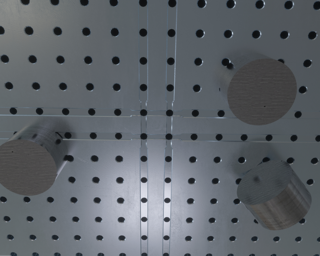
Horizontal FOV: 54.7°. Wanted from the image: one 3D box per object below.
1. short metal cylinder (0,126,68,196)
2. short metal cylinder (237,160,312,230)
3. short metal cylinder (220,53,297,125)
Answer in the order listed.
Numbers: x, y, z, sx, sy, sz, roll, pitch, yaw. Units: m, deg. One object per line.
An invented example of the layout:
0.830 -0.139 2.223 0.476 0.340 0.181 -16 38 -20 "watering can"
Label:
-0.171 0.043 0.414 0.081 0.050 0.079 0 110 0 "short metal cylinder"
0.153 0.089 0.418 0.080 0.080 0.050 -36 106 12 "short metal cylinder"
0.119 -0.049 0.383 0.081 0.050 0.079 0 110 0 "short metal cylinder"
